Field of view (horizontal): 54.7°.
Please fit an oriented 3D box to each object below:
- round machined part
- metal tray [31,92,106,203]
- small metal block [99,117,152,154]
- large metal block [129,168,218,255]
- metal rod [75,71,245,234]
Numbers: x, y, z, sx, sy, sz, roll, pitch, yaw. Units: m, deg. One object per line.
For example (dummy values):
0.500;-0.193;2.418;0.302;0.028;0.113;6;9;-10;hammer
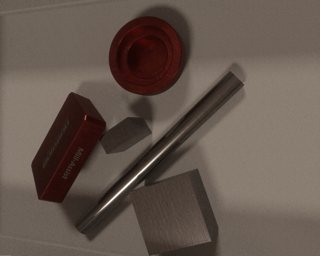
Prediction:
-0.013;-0.091;0.405;0.098;0.042;0.097;0;90;19;round machined part
-0.130;0.025;0.427;0.129;0.030;0.090;-58;37;10;metal tray
-0.045;0.010;0.412;0.050;0.050;0.025;-33;80;16;small metal block
0.018;0.104;0.390;0.080;0.050;0.080;-21;83;18;large metal block
-0.009;0.041;0.412;0.299;0.025;0.025;-45;77;14;metal rod
